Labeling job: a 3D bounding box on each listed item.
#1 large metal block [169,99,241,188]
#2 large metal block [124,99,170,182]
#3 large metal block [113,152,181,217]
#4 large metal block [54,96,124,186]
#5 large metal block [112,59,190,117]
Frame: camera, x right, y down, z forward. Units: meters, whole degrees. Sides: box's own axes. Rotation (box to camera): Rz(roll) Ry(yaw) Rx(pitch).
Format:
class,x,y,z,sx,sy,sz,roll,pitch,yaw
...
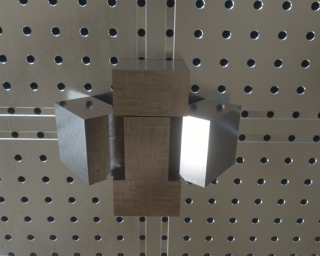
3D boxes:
class,x,y,z,sx,sy,sz,roll,pitch,yaw
large metal block,0.056,0.014,0.381,0.050,0.081,0.079,15,114,34
large metal block,-0.015,0.011,0.387,0.050,0.080,0.079,1,110,-1
large metal block,-0.016,0.071,0.409,0.081,0.080,0.050,1,110,-1
large metal block,-0.086,0.012,0.380,0.050,0.080,0.079,-16,116,-37
large metal block,-0.010,-0.050,0.364,0.081,0.080,0.050,1,110,-1
